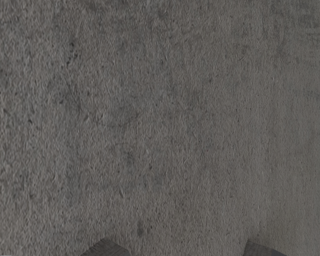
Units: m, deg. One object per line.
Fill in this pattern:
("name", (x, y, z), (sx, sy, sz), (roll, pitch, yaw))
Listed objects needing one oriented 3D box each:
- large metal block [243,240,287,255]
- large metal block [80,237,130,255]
("large metal block", (0.184, 0.254, 0.543), (0.080, 0.050, 0.080), (34, 69, -35))
("large metal block", (-0.065, 0.182, 0.334), (0.081, 0.050, 0.080), (-30, 109, -36))
